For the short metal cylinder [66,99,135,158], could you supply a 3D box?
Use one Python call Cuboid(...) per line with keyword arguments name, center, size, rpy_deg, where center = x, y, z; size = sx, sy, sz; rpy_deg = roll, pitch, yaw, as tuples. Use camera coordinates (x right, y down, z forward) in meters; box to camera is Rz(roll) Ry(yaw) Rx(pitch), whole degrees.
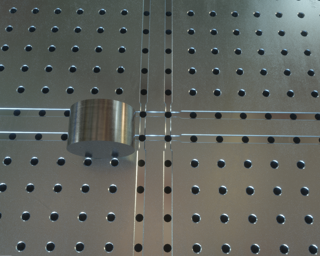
Cuboid(name="short metal cylinder", center=(-0.071, 0.003, 0.380), size=(0.081, 0.080, 0.050), rpy_deg=(-1, 70, -1))
